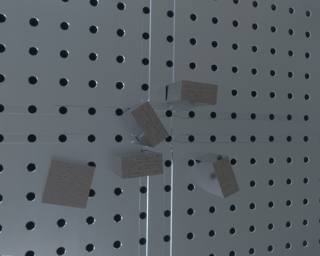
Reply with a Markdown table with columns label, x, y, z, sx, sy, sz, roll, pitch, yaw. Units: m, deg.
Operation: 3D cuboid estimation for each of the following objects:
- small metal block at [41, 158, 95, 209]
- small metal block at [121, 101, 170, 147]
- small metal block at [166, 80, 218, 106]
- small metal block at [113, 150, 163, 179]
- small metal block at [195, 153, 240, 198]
| label | x | y | z | sx | sy | sz | roll | pitch | yaw |
| --- | --- | --- | --- | --- | --- | --- | --- | --- | --- |
| small metal block | -0.110 | 0.066 | 0.372 | 0.050 | 0.025 | 0.050 | 14 | 85 | -20 |
| small metal block | -0.020 | -0.005 | 0.392 | 0.025 | 0.050 | 0.050 | -36 | 102 | -16 |
| small metal block | 0.042 | -0.045 | 0.414 | 0.050 | 0.050 | 0.025 | 5 | 89 | -20 |
| small metal block | -0.029 | 0.045 | 0.389 | 0.050 | 0.050 | 0.025 | -4 | 92 | -20 |
| small metal block | 0.078 | 0.064 | 0.428 | 0.025 | 0.050 | 0.050 | -22 | 98 | -19 |
